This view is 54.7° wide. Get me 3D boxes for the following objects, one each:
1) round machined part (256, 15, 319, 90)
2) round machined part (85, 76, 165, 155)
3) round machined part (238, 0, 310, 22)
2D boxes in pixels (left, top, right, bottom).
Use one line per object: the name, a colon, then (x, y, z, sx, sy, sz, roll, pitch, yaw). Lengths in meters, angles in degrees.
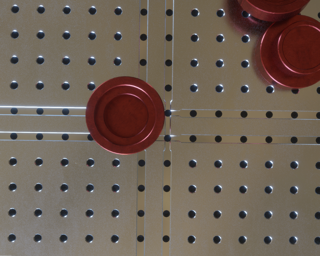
round machined part: (0.181, -0.101, 0.407, 0.099, 0.042, 0.097, 0, 90, -1)
round machined part: (-0.043, -0.016, 0.404, 0.099, 0.042, 0.097, 0, 90, -1)
round machined part: (0.146, -0.183, 0.401, 0.099, 0.042, 0.097, -1, 81, 4)
